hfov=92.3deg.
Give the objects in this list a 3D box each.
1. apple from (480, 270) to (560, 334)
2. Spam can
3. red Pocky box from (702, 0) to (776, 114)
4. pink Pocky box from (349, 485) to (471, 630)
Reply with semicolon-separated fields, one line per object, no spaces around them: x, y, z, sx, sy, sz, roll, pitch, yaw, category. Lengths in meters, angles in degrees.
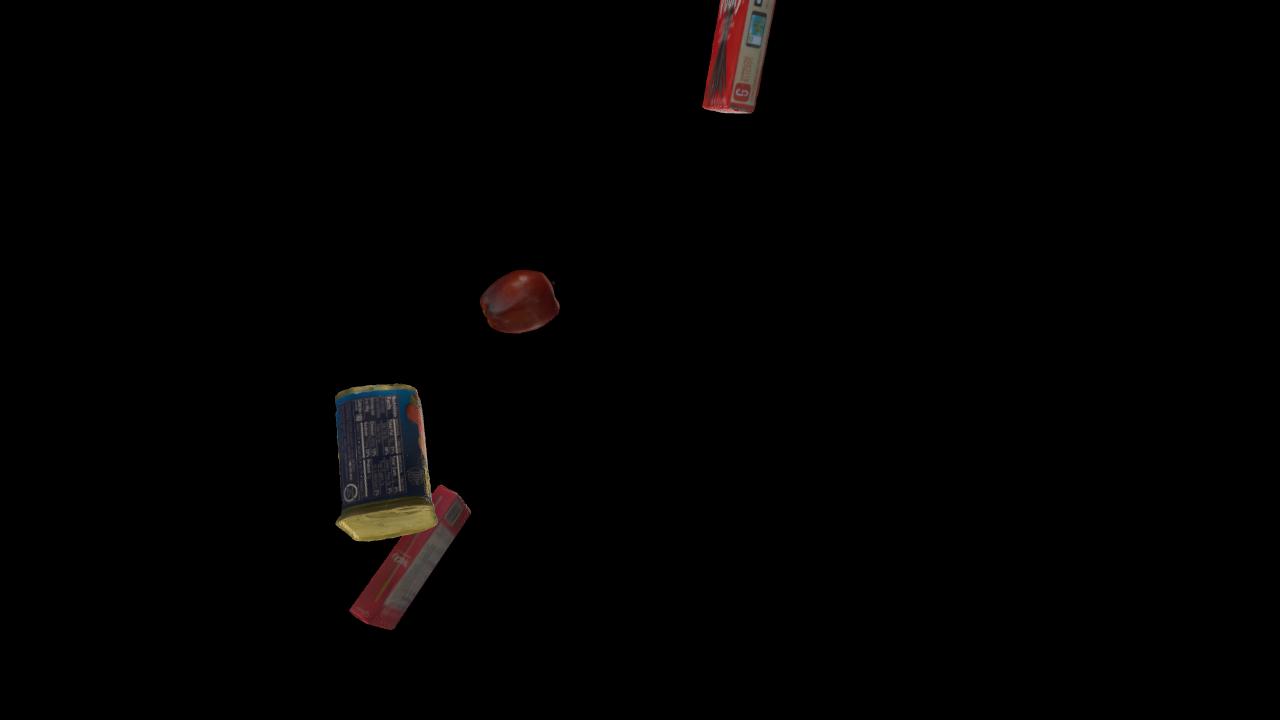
-0.143;-0.071;0.740;0.093;0.079;0.079;-27;8;-16;apple
-0.176;0.073;0.427;0.058;0.085;0.101;-7;-22;-19;Spam can
0.088;-0.294;0.524;0.028;0.155;0.083;5;20;-12;red Pocky box
-0.252;0.221;0.691;0.029;0.155;0.084;26;-26;10;pink Pocky box
